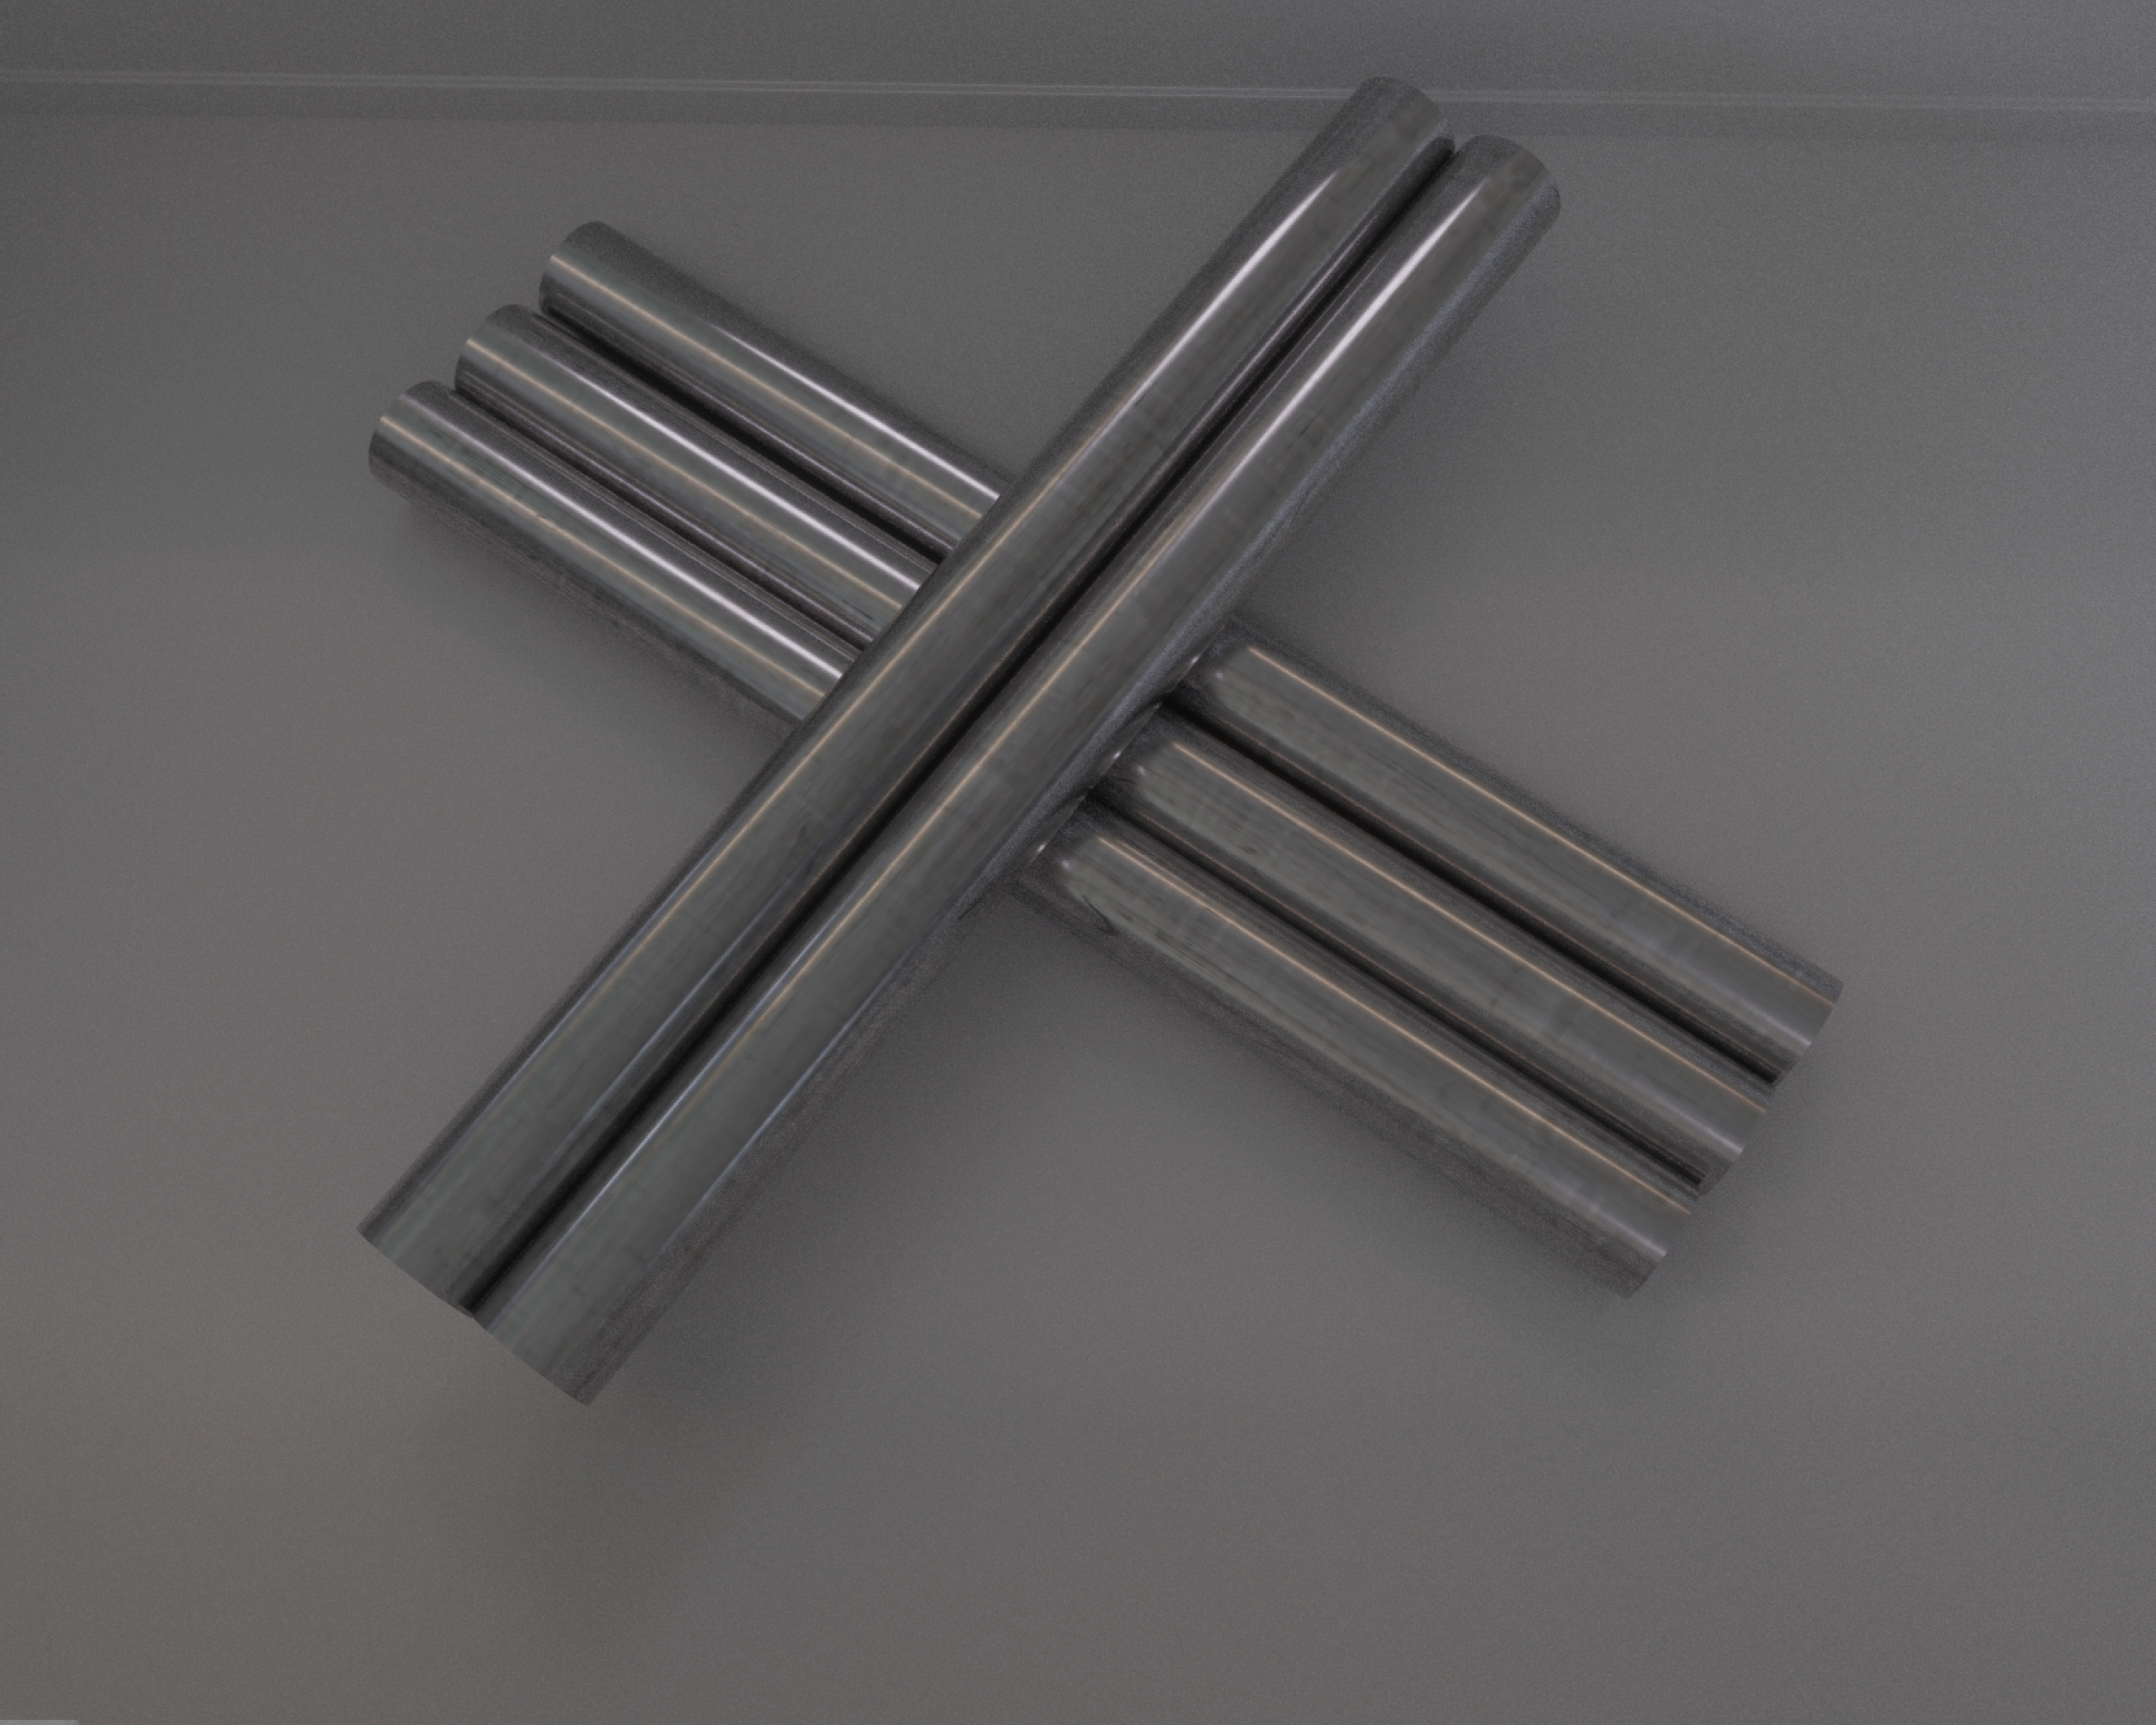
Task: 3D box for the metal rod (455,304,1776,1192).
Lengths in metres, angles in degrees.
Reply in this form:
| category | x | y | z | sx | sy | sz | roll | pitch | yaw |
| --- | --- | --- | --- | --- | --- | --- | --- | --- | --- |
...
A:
| category | x | y | z | sx | sy | sz | roll | pitch | yaw |
| --- | --- | --- | --- | --- | --- | --- | --- | --- | --- |
| metal rod | -0.001 | -0.028 | 0.418 | 0.301 | 0.025 | 0.025 | 33 | 73 | 11 |

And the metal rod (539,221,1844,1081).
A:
| category | x | y | z | sx | sy | sz | roll | pitch | yaw |
| --- | --- | --- | --- | --- | --- | --- | --- | --- | --- |
| metal rod | 0.015 | -0.048 | 0.425 | 0.300 | 0.025 | 0.025 | 33 | 73 | 11 |

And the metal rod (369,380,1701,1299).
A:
| category | x | y | z | sx | sy | sz | roll | pitch | yaw |
| --- | --- | --- | --- | --- | --- | --- | --- | --- | --- |
| metal rod | -0.017 | -0.010 | 0.412 | 0.301 | 0.025 | 0.025 | 33 | 73 | 11 |

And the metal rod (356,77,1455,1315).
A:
| category | x | y | z | sx | sy | sz | roll | pitch | yaw |
| --- | --- | --- | --- | --- | --- | --- | --- | --- | --- |
| metal rod | -0.022 | -0.042 | 0.397 | 0.025 | 0.025 | 0.300 | 36 | 74 | 12 |

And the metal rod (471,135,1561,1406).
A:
| category | x | y | z | sx | sy | sz | roll | pitch | yaw |
| --- | --- | --- | --- | --- | --- | --- | --- | --- | --- |
| metal rod | -0.001 | -0.029 | 0.392 | 0.025 | 0.025 | 0.300 | 36 | 74 | 12 |
